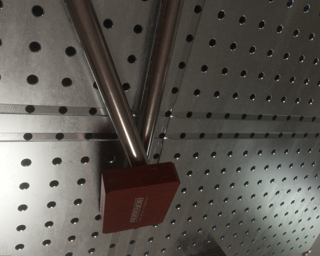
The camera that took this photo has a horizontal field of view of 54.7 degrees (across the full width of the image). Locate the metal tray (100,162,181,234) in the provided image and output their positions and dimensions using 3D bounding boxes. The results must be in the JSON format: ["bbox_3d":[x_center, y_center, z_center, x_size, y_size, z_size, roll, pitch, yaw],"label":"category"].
[{"bbox_3d":[-0.032,0.097,0.415,0.091,0.030,0.129,-6,143,-17],"label":"metal tray"}]

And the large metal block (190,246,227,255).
[{"bbox_3d":[0.095,0.300,0.636,0.081,0.050,0.079,-7,122,-26],"label":"large metal block"}]

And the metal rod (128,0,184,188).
[{"bbox_3d":[-0.015,-0.016,0.394,0.025,0.025,0.298,-2,119,-28],"label":"metal rod"}]

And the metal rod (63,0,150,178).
[{"bbox_3d":[-0.052,-0.038,0.342,0.025,0.025,0.298,-25,122,-13],"label":"metal rod"}]
